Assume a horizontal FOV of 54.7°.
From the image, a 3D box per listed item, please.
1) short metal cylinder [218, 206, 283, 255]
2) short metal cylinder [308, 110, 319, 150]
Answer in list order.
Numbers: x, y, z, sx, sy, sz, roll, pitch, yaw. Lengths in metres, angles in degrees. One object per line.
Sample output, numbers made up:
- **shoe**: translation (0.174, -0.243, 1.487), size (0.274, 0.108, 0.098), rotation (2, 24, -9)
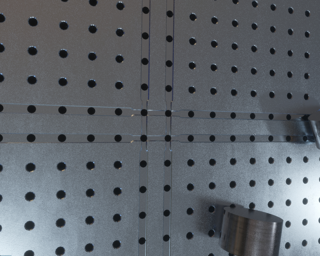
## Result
- **short metal cylinder**: translation (0.125, 0.144, 0.430), size (0.081, 0.080, 0.050), rotation (10, 87, -20)
- **short metal cylinder**: translation (0.283, -0.003, 0.488), size (0.081, 0.080, 0.050), rotation (-23, 98, -19)
